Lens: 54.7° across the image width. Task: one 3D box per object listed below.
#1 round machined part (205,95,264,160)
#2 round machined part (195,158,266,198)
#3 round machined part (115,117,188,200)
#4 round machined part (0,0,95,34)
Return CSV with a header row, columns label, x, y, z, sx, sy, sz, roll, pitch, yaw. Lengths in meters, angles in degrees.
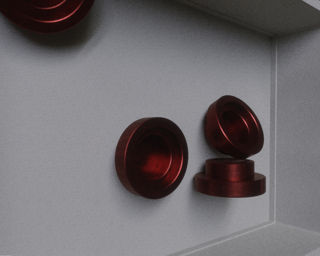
label,x,y,z,sx,sy,sz,roll,pitch,yaw
round machined part,0.107,0.002,0.469,0.099,0.042,0.098,20,53,-28
round machined part,0.100,0.067,0.443,0.099,0.098,0.042,-1,91,-40
round machined part,-0.014,0.036,0.384,0.099,0.042,0.097,0,90,-40
round machined part,-0.111,-0.141,0.285,0.099,0.042,0.097,-20,128,-26
